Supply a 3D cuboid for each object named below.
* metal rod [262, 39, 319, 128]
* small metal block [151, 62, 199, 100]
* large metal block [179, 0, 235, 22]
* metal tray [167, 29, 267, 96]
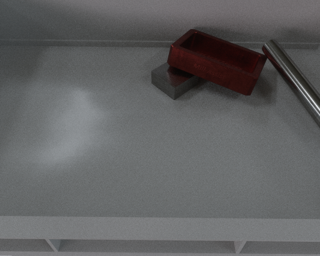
[{"bbox_3d":[0.215,-0.007,0.393,0.025,0.025,0.299,-14,58,-12],"label":"metal rod"},{"bbox_3d":[0.023,-0.076,0.469,0.050,0.025,0.050,-35,59,-26],"label":"small metal block"},{"bbox_3d":[0.093,-0.261,0.612,0.081,0.050,0.080,-17,52,-14],"label":"large metal block"},{"bbox_3d":[0.088,-0.103,0.468,0.130,0.030,0.090,24,40,12],"label":"metal tray"}]
